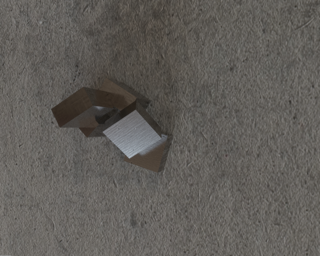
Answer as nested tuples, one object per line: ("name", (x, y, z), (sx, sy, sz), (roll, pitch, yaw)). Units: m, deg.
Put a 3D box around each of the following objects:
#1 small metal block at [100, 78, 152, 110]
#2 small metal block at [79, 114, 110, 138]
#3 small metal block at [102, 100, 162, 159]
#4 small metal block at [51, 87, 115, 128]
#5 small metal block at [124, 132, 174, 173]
("small metal block", (-0.046, -0.040, 0.412), (0.050, 0.050, 0.025), (34, 101, 16))
("small metal block", (-0.095, -0.014, 0.429), (0.025, 0.050, 0.050), (-47, 76, 14))
("small metal block", (-0.033, 0.002, 0.381), (0.050, 0.025, 0.050), (-33, 117, 17))
("small metal block", (-0.092, -0.023, 0.375), (0.050, 0.050, 0.025), (-31, 80, 17))
("small metal block", (-0.015, 0.027, 0.415), (0.050, 0.025, 0.050), (17, 96, 18))
